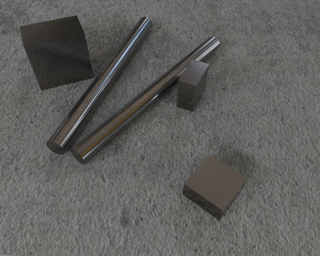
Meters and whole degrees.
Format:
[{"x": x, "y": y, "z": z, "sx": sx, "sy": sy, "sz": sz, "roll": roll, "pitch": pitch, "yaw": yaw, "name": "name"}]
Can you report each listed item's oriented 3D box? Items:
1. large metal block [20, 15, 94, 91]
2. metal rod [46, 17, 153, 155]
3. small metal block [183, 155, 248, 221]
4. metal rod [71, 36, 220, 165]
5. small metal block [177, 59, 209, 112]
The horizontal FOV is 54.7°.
[{"x": -0.150, "y": -0.110, "z": 0.458, "sx": 0.081, "sy": 0.080, "sz": 0.050, "roll": -17, "pitch": 52, "yaw": -14, "name": "large metal block"}, {"x": -0.077, "y": -0.083, "z": 0.471, "sx": 0.025, "sy": 0.025, "sz": 0.301, "roll": 16, "pitch": 52, "yaw": 12, "name": "metal rod"}, {"x": 0.061, "y": 0.066, "z": 0.349, "sx": 0.050, "sy": 0.025, "sz": 0.050, "roll": 33, "pitch": 57, "yaw": 24, "name": "small metal block"}, {"x": -0.004, "y": -0.054, "z": 0.448, "sx": 0.025, "sy": 0.025, "sz": 0.301, "roll": 32, "pitch": 57, "yaw": 23, "name": "metal rod"}, {"x": 0.046, "y": -0.060, "z": 0.438, "sx": 0.025, "sy": 0.050, "sz": 0.050, "roll": 20, "pitch": 53, "yaw": 16, "name": "small metal block"}]
